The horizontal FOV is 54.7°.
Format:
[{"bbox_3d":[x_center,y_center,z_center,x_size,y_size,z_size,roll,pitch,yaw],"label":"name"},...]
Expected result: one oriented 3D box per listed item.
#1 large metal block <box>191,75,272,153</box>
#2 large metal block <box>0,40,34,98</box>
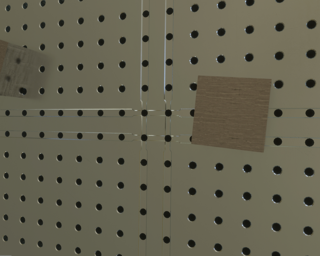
[{"bbox_3d":[0.086,-0.017,0.369,0.080,0.050,0.079,6,92,19],"label":"large metal block"},{"bbox_3d":[-0.259,-0.100,0.488,0.080,0.050,0.080,20,97,18],"label":"large metal block"}]
